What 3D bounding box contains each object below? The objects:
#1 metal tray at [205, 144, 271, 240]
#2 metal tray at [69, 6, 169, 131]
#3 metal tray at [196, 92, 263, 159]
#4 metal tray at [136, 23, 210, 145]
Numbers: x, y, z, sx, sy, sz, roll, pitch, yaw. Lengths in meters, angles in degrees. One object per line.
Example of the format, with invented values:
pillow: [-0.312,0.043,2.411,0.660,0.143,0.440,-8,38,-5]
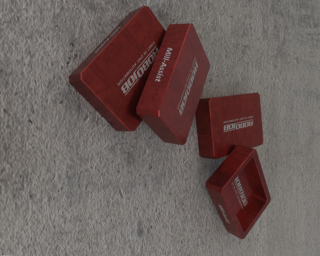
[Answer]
metal tray: [0.127,0.101,0.485,0.090,0.030,0.130,-45,128,-23]
metal tray: [-0.033,-0.071,0.373,0.090,0.030,0.130,50,61,-29]
metal tray: [0.114,-0.007,0.497,0.131,0.030,0.089,-10,97,-39]
metal tray: [0.022,-0.054,0.394,0.090,0.030,0.130,49,55,-54]
